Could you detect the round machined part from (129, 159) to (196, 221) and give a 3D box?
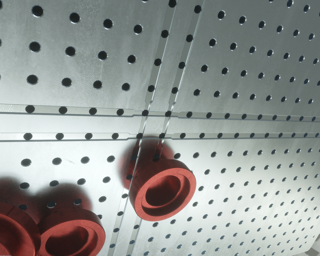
[{"bbox_3d":[0.000,0.086,0.456,0.099,0.042,0.097,-14,124,-21],"label":"round machined part"}]

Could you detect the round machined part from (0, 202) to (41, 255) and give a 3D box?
[{"bbox_3d":[-0.193,0.137,0.354,0.099,0.042,0.097,0,107,0],"label":"round machined part"}]

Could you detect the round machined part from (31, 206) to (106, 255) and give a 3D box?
[{"bbox_3d":[-0.128,0.147,0.422,0.099,0.042,0.097,-14,125,-21],"label":"round machined part"}]
